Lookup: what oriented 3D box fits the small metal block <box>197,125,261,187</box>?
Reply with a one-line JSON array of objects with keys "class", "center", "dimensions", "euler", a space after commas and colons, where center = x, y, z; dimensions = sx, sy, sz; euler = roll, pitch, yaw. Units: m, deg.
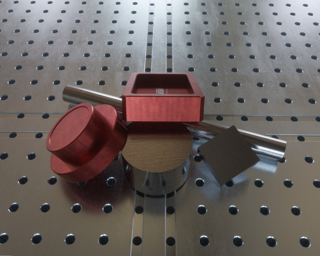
[{"class": "small metal block", "center": [0.079, 0.033, 0.361], "dimensions": [0.050, 0.025, 0.050], "euler": [-32, 72, -5]}]

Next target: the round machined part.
[{"class": "round machined part", "center": [-0.089, 0.010, 0.352], "dimensions": [0.098, 0.042, 0.098], "euler": [-24, 40, 22]}]

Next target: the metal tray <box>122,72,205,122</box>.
[{"class": "metal tray", "center": [0.003, -0.044, 0.398], "dimensions": [0.091, 0.030, 0.130], "euler": [0, 21, -1]}]

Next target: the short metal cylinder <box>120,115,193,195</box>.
[{"class": "short metal cylinder", "center": [-0.004, 0.031, 0.361], "dimensions": [0.081, 0.050, 0.080], "euler": [0, 50, 0]}]

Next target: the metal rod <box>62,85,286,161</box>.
[{"class": "metal rod", "center": [0.009, -0.011, 0.412], "dimensions": [0.301, 0.025, 0.025], "euler": [15, 52, 12]}]
